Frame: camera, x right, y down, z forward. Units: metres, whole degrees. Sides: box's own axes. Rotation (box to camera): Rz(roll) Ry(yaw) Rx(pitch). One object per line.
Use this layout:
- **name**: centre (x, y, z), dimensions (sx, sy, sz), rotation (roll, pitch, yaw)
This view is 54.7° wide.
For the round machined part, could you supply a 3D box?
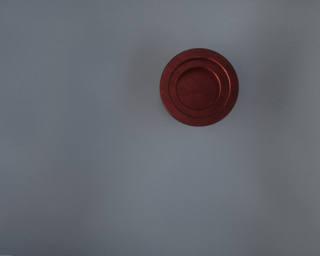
- **round machined part**: centre (0.049, -0.051, 0.404), dimensions (0.099, 0.042, 0.097), rotation (0, 90, -1)
